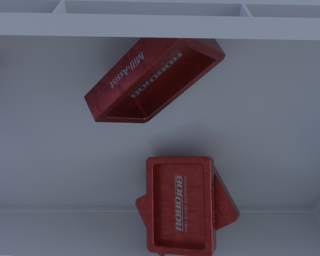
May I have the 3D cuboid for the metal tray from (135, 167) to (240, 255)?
[{"bbox_3d":[0.039,0.119,0.458,0.130,0.090,0.030,-31,164,14],"label":"metal tray"}]

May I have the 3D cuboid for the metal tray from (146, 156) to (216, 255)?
[{"bbox_3d":[0.029,0.104,0.427,0.090,0.129,0.030,-3,174,18],"label":"metal tray"}]

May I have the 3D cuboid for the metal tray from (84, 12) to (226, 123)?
[{"bbox_3d":[-0.005,-0.053,0.327,0.130,0.030,0.091,-38,159,28],"label":"metal tray"}]
